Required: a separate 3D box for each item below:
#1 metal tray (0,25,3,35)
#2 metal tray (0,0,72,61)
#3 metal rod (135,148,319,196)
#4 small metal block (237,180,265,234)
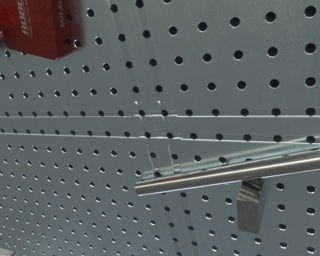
[{"bbox_3d":[-0.290,-0.121,0.444,0.130,0.090,0.030,-17,109,34],"label":"metal tray"},{"bbox_3d":[-0.163,-0.159,0.393,0.090,0.030,0.129,16,125,18],"label":"metal tray"},{"bbox_3d":[0.089,0.059,0.400,0.300,0.025,0.025,-16,110,34],"label":"metal rod"},{"bbox_3d":[0.116,0.096,0.392,0.025,0.050,0.050,5,121,26],"label":"small metal block"}]
